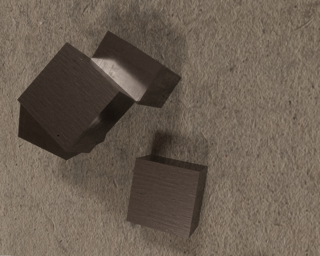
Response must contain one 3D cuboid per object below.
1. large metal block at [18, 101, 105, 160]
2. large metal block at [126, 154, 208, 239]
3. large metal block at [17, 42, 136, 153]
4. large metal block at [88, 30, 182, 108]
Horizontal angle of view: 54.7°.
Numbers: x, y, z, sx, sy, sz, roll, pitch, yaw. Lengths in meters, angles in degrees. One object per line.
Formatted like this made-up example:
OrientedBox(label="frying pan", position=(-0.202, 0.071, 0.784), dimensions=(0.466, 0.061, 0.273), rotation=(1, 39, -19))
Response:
OrientedBox(label="large metal block", position=(-0.128, -0.007, 0.418), dimensions=(0.080, 0.080, 0.050), rotation=(22, 113, 18))
OrientedBox(label="large metal block", position=(0.010, 0.082, 0.391), dimensions=(0.080, 0.050, 0.079), rotation=(10, 93, 19))
OrientedBox(label="large metal block", position=(-0.088, -0.030, 0.335), dimensions=(0.080, 0.050, 0.080), rotation=(43, 95, 14))
OrientedBox(label="large metal block", position=(-0.029, -0.070, 0.389), dimensions=(0.080, 0.080, 0.050), rotation=(37, 102, 16))
